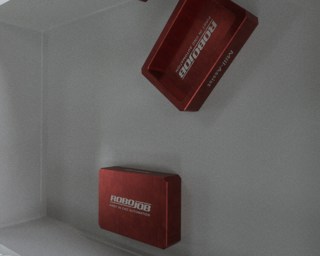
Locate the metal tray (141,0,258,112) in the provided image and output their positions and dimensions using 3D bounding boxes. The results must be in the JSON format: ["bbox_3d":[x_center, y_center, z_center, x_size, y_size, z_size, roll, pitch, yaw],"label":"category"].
[{"bbox_3d":[0.041,-0.095,0.369,0.090,0.030,0.129,47,118,29],"label":"metal tray"}]

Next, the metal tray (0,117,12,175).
[{"bbox_3d":[-0.386,0.038,0.725,0.090,0.030,0.129,10,96,39],"label":"metal tray"}]

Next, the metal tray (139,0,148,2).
[{"bbox_3d":[-0.013,-0.188,0.260,0.090,0.030,0.129,-28,72,36],"label":"metal tray"}]

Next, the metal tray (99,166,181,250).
[{"bbox_3d":[-0.032,0.104,0.430,0.130,0.030,0.089,1,91,40],"label":"metal tray"}]
